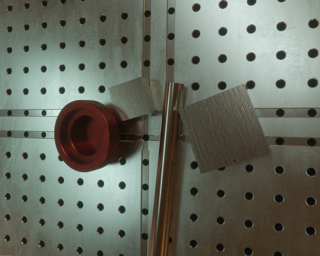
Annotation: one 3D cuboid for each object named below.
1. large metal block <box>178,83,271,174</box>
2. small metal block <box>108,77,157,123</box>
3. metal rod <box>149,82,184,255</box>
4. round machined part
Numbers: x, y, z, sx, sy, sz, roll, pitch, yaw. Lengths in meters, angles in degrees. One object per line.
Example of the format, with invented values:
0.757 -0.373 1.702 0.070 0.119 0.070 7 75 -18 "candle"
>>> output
0.078 0.002 0.372 0.080 0.050 0.080 -21 83 18 "large metal block"
-0.037 -0.037 0.426 0.050 0.025 0.050 -16 85 19 "small metal block"
0.005 0.090 0.410 0.025 0.025 0.298 6 92 20 "metal rod"
-0.096 0.010 0.432 0.098 0.042 0.097 2 95 28 "round machined part"
